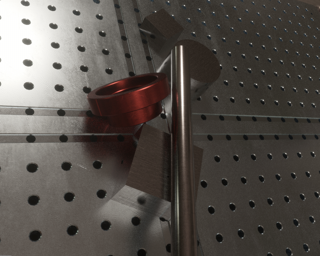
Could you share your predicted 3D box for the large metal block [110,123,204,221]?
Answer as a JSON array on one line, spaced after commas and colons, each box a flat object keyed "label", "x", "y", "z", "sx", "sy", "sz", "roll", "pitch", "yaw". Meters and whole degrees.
[{"label": "large metal block", "x": -0.001, "y": 0.053, "z": 0.361, "sx": 0.080, "sy": 0.050, "sz": 0.080, "roll": 24, "pitch": 53, "yaw": -14}]

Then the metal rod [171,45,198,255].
[{"label": "metal rod", "x": 0.025, "y": 0.024, "z": 0.344, "sx": 0.025, "sy": 0.025, "sz": 0.299, "roll": 15, "pitch": 56, "yaw": -21}]

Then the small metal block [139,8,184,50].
[{"label": "small metal block", "x": 0.003, "y": -0.164, "z": 0.512, "sx": 0.050, "sy": 0.025, "sz": 0.050, "roll": 45, "pitch": 51, "yaw": 3}]

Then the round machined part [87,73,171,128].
[{"label": "round machined part", "x": -0.035, "y": -0.033, "z": 0.376, "sx": 0.099, "sy": 0.098, "sz": 0.042, "roll": -31, "pitch": 116, "yaw": -38}]

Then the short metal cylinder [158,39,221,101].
[{"label": "short metal cylinder", "x": 0.044, "y": -0.087, "z": 0.471, "sx": 0.081, "sy": 0.050, "sz": 0.080, "roll": 14, "pitch": 56, "yaw": -21}]
